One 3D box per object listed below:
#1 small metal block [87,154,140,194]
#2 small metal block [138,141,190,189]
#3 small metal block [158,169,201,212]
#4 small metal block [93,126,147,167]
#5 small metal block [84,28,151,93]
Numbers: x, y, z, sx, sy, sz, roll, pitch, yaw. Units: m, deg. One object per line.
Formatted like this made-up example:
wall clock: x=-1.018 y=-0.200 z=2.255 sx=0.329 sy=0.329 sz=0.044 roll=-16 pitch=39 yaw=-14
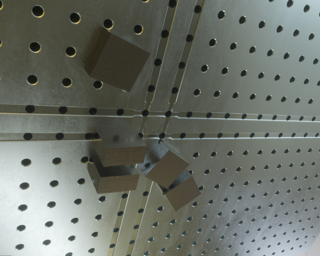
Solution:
small metal block: x=-0.061 y=0.057 z=0.398 sx=0.050 sy=0.050 sz=0.025 roll=0 pitch=118 yaw=-29
small metal block: x=0.006 y=0.054 z=0.450 sx=0.050 sy=0.025 sz=0.050 roll=-48 pitch=129 yaw=5
small metal block: x=0.032 y=0.097 z=0.491 sx=0.050 sy=0.025 sz=0.050 roll=-33 pitch=129 yaw=-7
small metal block: x=-0.051 y=0.021 z=0.382 sx=0.050 sy=0.050 sz=0.025 roll=-2 pitch=120 yaw=-28
small metal block: x=-0.047 y=-0.074 z=0.341 sx=0.050 sy=0.025 sz=0.050 roll=19 pitch=108 yaw=-36
